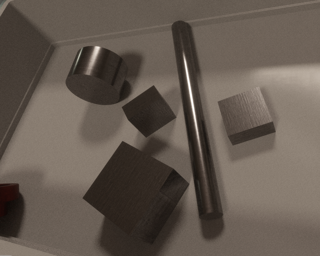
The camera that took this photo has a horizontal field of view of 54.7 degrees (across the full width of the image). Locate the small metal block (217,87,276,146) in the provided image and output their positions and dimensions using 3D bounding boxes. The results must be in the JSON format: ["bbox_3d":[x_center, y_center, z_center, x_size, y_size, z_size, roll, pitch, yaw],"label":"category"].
[{"bbox_3d":[0.100,-0.014,0.361,0.050,0.025,0.050,-20,54,16],"label":"small metal block"}]

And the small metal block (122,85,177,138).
[{"bbox_3d":[-0.013,-0.021,0.408,0.050,0.050,0.025,-34,52,5],"label":"small metal block"}]

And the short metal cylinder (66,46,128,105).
[{"bbox_3d":[-0.093,-0.077,0.465,0.080,0.080,0.050,-1,61,27],"label":"short metal cylinder"}]

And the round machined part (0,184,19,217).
[{"bbox_3d":[-0.250,0.103,0.430,0.098,0.098,0.042,-6,84,25],"label":"round machined part"}]

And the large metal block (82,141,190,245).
[{"bbox_3d":[-0.027,0.073,0.358,0.080,0.050,0.080,25,75,36],"label":"large metal block"}]

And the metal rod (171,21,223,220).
[{"bbox_3d":[0.042,-0.033,0.403,0.025,0.025,0.299,-17,55,18],"label":"metal rod"}]
